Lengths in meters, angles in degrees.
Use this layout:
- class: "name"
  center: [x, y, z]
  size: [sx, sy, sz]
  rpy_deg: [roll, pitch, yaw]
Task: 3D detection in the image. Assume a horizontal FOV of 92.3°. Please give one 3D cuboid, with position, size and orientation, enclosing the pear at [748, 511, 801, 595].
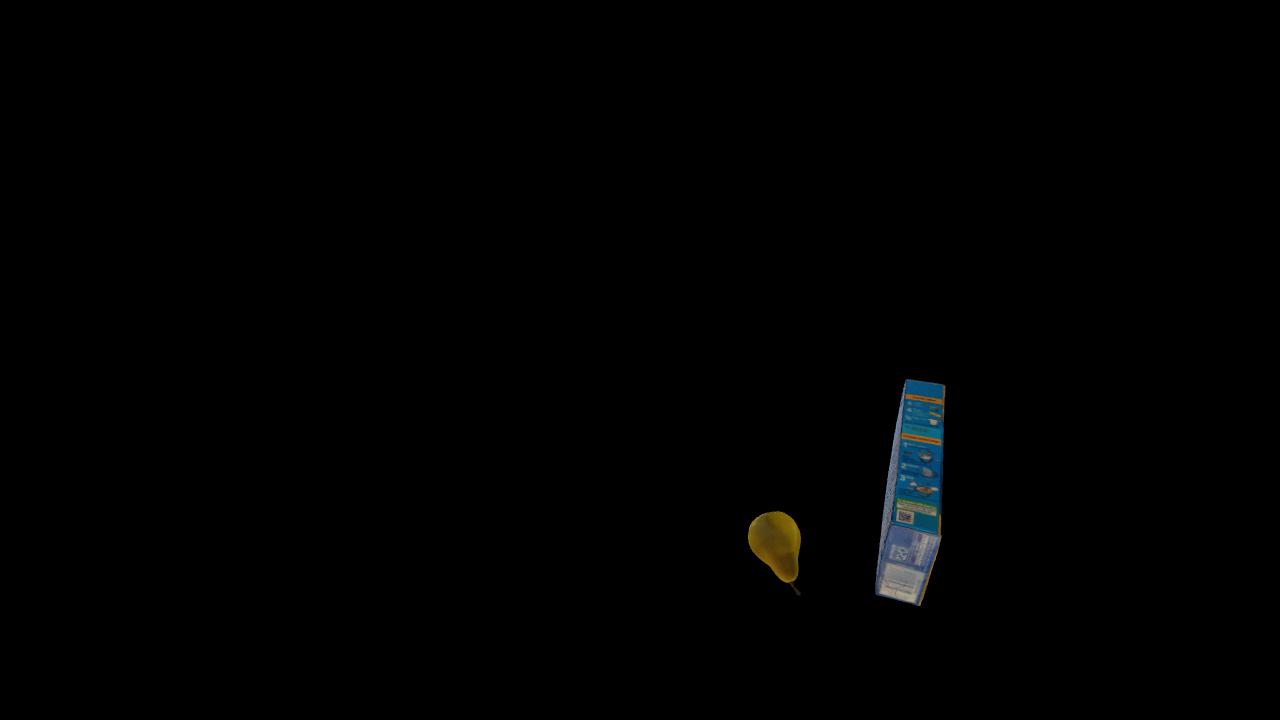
- class: "pear"
  center: [0.196, 0.273, 0.866]
  size: [0.080, 0.111, 0.080]
  rpy_deg: [-6, -36, -5]

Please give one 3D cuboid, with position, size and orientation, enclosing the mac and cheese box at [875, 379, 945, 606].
- class: "mac and cheese box"
  center: [0.239, 0.108, 0.538]
  size: [0.041, 0.093, 0.184]
  rpy_deg: [9, 39, 22]
